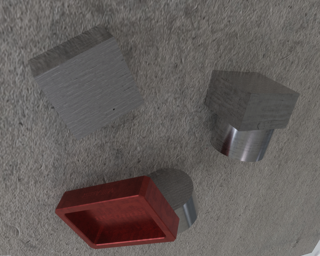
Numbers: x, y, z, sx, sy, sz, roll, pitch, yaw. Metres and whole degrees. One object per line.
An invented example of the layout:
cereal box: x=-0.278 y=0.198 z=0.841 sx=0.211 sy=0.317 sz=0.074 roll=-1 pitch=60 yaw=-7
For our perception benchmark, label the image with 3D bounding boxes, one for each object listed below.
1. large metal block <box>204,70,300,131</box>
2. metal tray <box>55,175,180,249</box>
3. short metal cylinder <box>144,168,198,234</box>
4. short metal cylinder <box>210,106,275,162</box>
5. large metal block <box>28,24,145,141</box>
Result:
large metal block: x=0.119 y=-0.039 z=0.413 sx=0.081 sy=0.080 sz=0.050 roll=-3 pitch=120 yaw=-27
metal tray: x=-0.053 y=0.110 z=0.389 sx=0.130 sy=0.030 sz=0.090 roll=-15 pitch=124 yaw=24
short metal cylinder: x=0.011 y=0.104 z=0.442 sx=0.080 sy=0.080 sz=0.050 roll=-25 pitch=128 yaw=-13
short metal cylinder: x=0.116 y=0.005 z=0.438 sx=0.081 sy=0.080 sz=0.050 roll=-3 pitch=120 yaw=-27
large metal block: x=-0.074 y=-0.047 z=0.321 sx=0.080 sy=0.050 sz=0.080 roll=-31 pitch=129 yaw=-9
